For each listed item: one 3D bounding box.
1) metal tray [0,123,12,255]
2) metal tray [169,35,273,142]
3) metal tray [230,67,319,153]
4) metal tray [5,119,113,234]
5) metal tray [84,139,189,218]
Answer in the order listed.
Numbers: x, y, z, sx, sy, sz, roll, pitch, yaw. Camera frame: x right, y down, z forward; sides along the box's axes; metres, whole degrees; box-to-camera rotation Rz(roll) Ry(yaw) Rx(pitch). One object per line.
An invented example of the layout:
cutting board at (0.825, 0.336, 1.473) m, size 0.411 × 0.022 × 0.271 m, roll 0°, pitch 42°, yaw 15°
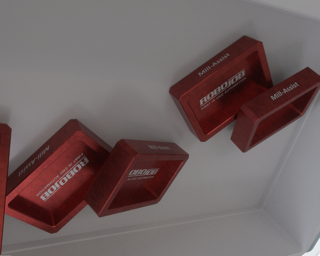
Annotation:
metal tray at (-0.188, 0.054, 0.275) m, size 0.091 × 0.130 × 0.030 m, roll 9°, pitch 149°, yaw -33°
metal tray at (0.087, -0.051, 0.420) m, size 0.130 × 0.030 × 0.090 m, roll -36°, pitch 129°, yaw -5°
metal tray at (0.169, -0.025, 0.454) m, size 0.131 × 0.030 × 0.090 m, roll -29°, pitch 150°, yaw -16°
metal tray at (-0.118, 0.062, 0.378) m, size 0.130 × 0.030 × 0.090 m, roll -43°, pitch 129°, yaw 1°
metal tray at (-0.024, 0.061, 0.398) m, size 0.131 × 0.030 × 0.090 m, roll 9°, pitch 116°, yaw -58°
